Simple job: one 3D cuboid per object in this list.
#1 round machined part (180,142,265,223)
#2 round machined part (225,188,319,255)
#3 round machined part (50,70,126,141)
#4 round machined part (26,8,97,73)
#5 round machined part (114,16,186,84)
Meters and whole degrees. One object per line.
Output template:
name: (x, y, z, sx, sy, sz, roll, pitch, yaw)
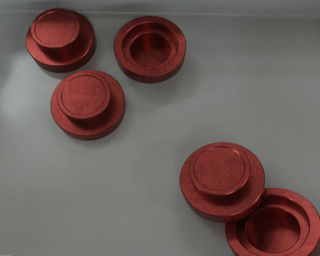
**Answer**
round machined part: (0.071, 0.056, 0.362, 0.098, 0.042, 0.098, -9, 51, 11)
round machined part: (0.125, 0.117, 0.341, 0.098, 0.042, 0.098, -18, 34, 13)
round machined part: (-0.097, -0.036, 0.413, 0.099, 0.042, 0.098, 0, 70, 0)
round machined part: (-0.145, -0.132, 0.448, 0.099, 0.042, 0.098, 0, 70, 0)
round machined part: (-0.013, -0.106, 0.439, 0.099, 0.042, 0.098, 0, 70, 0)
